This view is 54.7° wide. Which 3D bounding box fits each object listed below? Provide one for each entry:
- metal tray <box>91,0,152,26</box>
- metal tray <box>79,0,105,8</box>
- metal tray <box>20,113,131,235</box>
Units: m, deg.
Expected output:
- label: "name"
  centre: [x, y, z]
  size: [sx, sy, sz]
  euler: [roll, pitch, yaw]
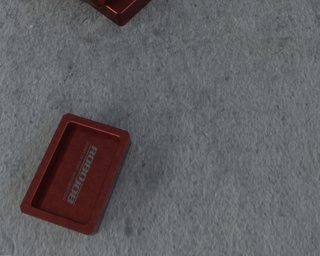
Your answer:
- label: "metal tray"
  centre: [-0.080, -0.230, 0.489]
  size: [0.130, 0.030, 0.090]
  euler: [38, 74, 12]
- label: "metal tray"
  centre: [-0.121, -0.244, 0.465]
  size: [0.130, 0.030, 0.090]
  euler: [29, 88, 23]
- label: "metal tray"
  centre: [-0.099, 0.055, 0.384]
  size: [0.090, 0.030, 0.130]
  euler: [17, 71, 6]
